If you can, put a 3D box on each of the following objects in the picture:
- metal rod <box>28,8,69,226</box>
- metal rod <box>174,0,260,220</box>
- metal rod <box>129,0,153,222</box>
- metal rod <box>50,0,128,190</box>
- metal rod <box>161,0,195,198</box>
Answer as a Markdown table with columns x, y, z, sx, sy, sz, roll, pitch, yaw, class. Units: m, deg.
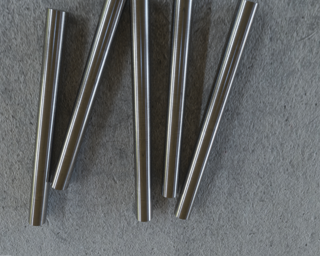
| x | y | z | sx | sy | sz | roll | pitch | yaw | class |
| --- | --- | --- | --- | --- | --- | --- | --- | --- | --- |
| -0.150 | 0.000 | 0.408 | 0.025 | 0.025 | 0.298 | 12 | 110 | -4 | metal rod |
| 0.067 | -0.009 | 0.406 | 0.025 | 0.025 | 0.298 | 13 | 110 | -5 | metal rod |
| -0.023 | -0.009 | 0.406 | 0.025 | 0.025 | 0.298 | 0 | 110 | 0 | metal rod |
| -0.089 | -0.050 | 0.390 | 0.025 | 0.025 | 0.298 | 20 | 109 | -7 | metal rod |
| 0.022 | -0.046 | 0.392 | 0.025 | 0.025 | 0.298 | 3 | 110 | -1 | metal rod |
